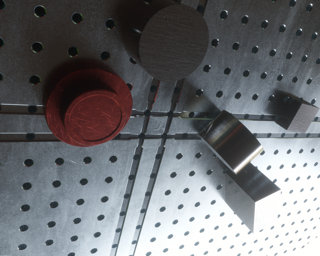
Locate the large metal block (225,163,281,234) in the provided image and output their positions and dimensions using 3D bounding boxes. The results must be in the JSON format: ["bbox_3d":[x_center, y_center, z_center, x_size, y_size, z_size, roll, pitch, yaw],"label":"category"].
[{"bbox_3d":[0.157,0.118,0.534,0.050,0.080,0.080,-21,127,-16],"label":"large metal block"}]

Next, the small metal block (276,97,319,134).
[{"bbox_3d":[0.234,-0.021,0.526,0.050,0.025,0.050,9,114,-32],"label":"small metal block"}]

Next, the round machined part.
[{"bbox_3d":[-0.076,-0.019,0.346,0.099,0.042,0.097,-14,124,-21],"label":"round machined part"}]

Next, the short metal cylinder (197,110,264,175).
[{"bbox_3d":[0.099,0.020,0.442,0.050,0.080,0.080,-43,129,2],"label":"short metal cylinder"}]

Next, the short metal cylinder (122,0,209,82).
[{"bbox_3d":[0.006,-0.097,0.338,0.081,0.050,0.079,-14,124,-21],"label":"short metal cylinder"}]
